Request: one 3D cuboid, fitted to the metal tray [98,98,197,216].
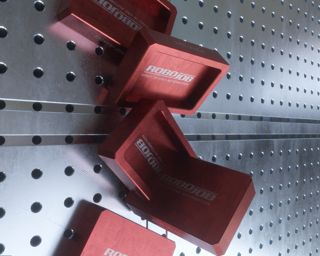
[{"bbox_3d":[-0.005,0.039,0.375,0.090,0.030,0.130,-53,129,-26],"label":"metal tray"}]

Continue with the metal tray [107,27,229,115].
[{"bbox_3d":[0.013,-0.062,0.382,0.131,0.089,0.030,4,43,-40],"label":"metal tray"}]

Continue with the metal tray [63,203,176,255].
[{"bbox_3d":[-0.047,0.157,0.369,0.130,0.030,0.090,38,67,-34],"label":"metal tray"}]

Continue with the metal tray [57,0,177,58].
[{"bbox_3d":[-0.044,-0.137,0.370,0.131,0.030,0.090,25,74,-37],"label":"metal tray"}]

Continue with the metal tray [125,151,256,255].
[{"bbox_3d":[0.034,0.081,0.369,0.090,0.130,0.030,-52,137,-28],"label":"metal tray"}]
